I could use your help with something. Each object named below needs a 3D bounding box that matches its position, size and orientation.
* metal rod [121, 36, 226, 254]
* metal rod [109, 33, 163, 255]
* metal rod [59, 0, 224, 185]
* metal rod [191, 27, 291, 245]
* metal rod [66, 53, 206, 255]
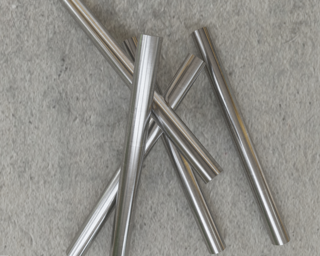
[{"bbox_3d":[0.018,0.023,0.410,0.025,0.025,0.299,-23,90,0],"label":"metal rod"},{"bbox_3d":[-0.033,0.045,0.362,0.025,0.025,0.298,10,109,-1],"label":"metal rod"},{"bbox_3d":[-0.032,-0.060,0.370,0.025,0.025,0.300,-38,75,0],"label":"metal rod"},{"bbox_3d":[0.107,0.011,0.411,0.025,0.025,0.299,-21,90,0],"label":"metal rod"},{"bbox_3d":[-0.034,0.042,0.391,0.025,0.025,0.299,32,97,-1],"label":"metal rod"}]
